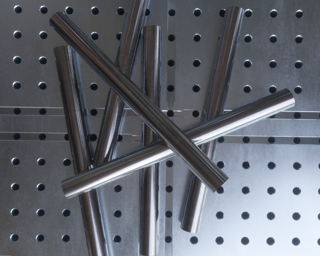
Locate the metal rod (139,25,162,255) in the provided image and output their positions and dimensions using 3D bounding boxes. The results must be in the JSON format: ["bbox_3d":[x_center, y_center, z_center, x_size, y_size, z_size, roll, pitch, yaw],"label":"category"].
[{"bbox_3d":[-0.012,0.016,0.413,0.025,0.025,0.298,1,90,0],"label":"metal rod"}]

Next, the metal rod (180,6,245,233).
[{"bbox_3d":[0.070,-0.011,0.413,0.025,0.025,0.299,12,90,0],"label":"metal rod"}]

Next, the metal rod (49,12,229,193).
[{"bbox_3d":[-0.034,-0.040,0.379,0.025,0.025,0.300,-44,77,0],"label":"metal rod"}]

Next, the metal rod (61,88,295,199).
[{"bbox_3d":[0.022,0.019,0.387,0.301,0.025,0.025,-22,90,0],"label":"metal rod"}]

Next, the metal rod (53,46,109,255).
[{"bbox_3d":[-0.103,0.041,0.412,0.025,0.025,0.298,-10,90,0],"label":"metal rod"}]

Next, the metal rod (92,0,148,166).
[{"bbox_3d":[-0.045,-0.095,0.412,0.025,0.025,0.299,13,90,0],"label":"metal rod"}]
